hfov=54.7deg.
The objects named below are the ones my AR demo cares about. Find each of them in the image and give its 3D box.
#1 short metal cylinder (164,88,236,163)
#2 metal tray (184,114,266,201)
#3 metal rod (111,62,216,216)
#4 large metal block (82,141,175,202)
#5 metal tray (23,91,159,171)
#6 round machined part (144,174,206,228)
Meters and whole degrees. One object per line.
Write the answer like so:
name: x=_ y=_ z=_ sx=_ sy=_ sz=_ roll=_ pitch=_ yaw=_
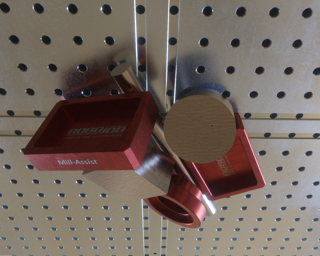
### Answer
short metal cylinder: x=0.048 y=-0.004 z=0.368 sx=0.080 sy=0.050 sz=0.079 roll=3 pitch=107 yaw=10
metal tray: x=0.090 y=0.048 z=0.445 sx=0.090 sy=0.030 sz=0.130 roll=-20 pitch=128 yaw=16
metal rod: x=0.019 y=0.036 z=0.437 sx=0.025 sy=0.025 sz=0.299 roll=-20 pitch=128 yaw=16
large metal block: x=-0.041 y=0.053 z=0.411 sx=0.080 sy=0.050 sz=0.080 roll=-22 pitch=130 yaw=40
metal tray: x=-0.075 y=0.003 z=0.348 sx=0.130 sy=0.090 sz=0.030 roll=-3 pitch=133 yaw=22
round machined part: x=0.025 y=0.106 z=0.467 sx=0.098 sy=0.042 sz=0.098 roll=24 pitch=149 yaw=16
